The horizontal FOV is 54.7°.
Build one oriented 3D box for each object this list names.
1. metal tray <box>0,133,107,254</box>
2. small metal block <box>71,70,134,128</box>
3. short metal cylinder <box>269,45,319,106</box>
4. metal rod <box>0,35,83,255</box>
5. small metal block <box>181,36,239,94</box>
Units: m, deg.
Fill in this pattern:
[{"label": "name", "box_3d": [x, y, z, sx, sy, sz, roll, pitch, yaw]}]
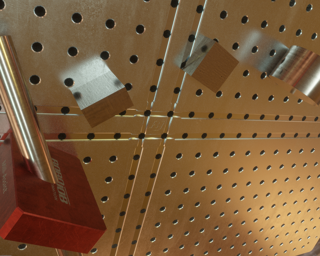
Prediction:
[{"label": "metal tray", "box_3d": [-0.115, 0.062, 0.319, 0.090, 0.130, 0.030, 30, 102, -38]}, {"label": "small metal block", "box_3d": [-0.064, -0.033, 0.340, 0.050, 0.050, 0.025, -30, 129, -9]}, {"label": "short metal cylinder", "box_3d": [0.205, -0.074, 0.442, 0.080, 0.080, 0.050, 25, 105, -37]}, {"label": "metal rod", "box_3d": [-0.114, 0.061, 0.313, 0.025, 0.025, 0.298, -18, 108, -18]}, {"label": "small metal block", "box_3d": [0.065, -0.080, 0.397, 0.050, 0.025, 0.050, 27, 103, -38]}]
